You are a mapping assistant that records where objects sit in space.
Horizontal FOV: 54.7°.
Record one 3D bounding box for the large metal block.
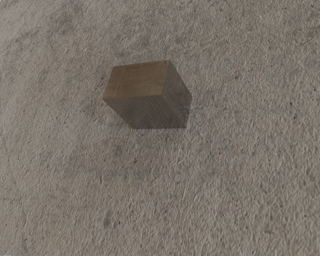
[{"bbox_3d":[-0.013,-0.039,0.400,0.080,0.080,0.050,-1,61,27],"label":"large metal block"}]
